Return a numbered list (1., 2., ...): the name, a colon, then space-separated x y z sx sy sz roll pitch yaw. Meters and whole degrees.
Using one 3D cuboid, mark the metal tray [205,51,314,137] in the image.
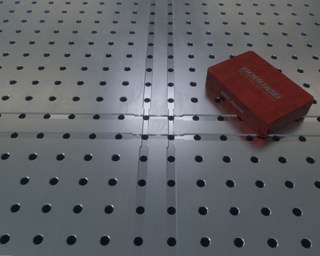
1. metal tray: 0.140 -0.055 0.451 0.091 0.030 0.130 -25 54 -20
